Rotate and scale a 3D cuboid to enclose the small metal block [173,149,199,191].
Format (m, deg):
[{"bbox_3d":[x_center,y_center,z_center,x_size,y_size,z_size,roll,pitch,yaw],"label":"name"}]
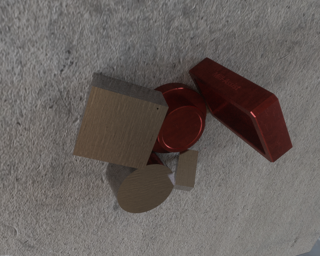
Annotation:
[{"bbox_3d":[0.035,0.060,0.436,0.025,0.050,0.050,9,162,1],"label":"small metal block"}]

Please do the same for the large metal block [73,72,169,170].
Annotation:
[{"bbox_3d":[-0.046,-0.007,0.348,0.081,0.050,0.079,15,112,-16],"label":"large metal block"}]

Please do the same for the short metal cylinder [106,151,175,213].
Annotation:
[{"bbox_3d":[-0.027,0.068,0.421,0.081,0.050,0.079,-14,125,-21],"label":"short metal cylinder"}]

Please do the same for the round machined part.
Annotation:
[{"bbox_3d":[0.020,-0.007,0.406,0.099,0.042,0.097,-14,125,-21],"label":"round machined part"}]

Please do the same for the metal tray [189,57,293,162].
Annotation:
[{"bbox_3d":[0.094,-0.025,0.377,0.030,0.130,0.090,-38,130,-3],"label":"metal tray"}]
